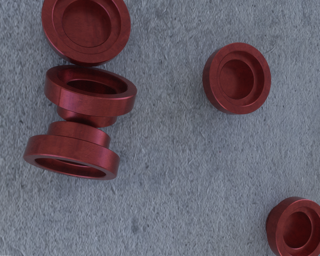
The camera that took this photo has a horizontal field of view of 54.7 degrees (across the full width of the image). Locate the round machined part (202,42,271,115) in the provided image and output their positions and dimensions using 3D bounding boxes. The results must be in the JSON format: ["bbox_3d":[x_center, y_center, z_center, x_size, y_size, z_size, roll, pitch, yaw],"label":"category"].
[{"bbox_3d":[0.103,-0.067,0.438,0.099,0.042,0.097,0,90,-20],"label":"round machined part"}]

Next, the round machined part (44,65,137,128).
[{"bbox_3d":[-0.078,-0.034,0.348,0.099,0.098,0.042,7,116,-20],"label":"round machined part"}]

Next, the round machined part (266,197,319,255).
[{"bbox_3d":[0.203,0.154,0.475,0.099,0.042,0.097,0,90,-20],"label":"round machined part"}]

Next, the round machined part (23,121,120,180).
[{"bbox_3d":[-0.092,0.024,0.339,0.099,0.098,0.042,17,68,-19],"label":"round machined part"}]

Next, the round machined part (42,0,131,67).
[{"bbox_3d":[-0.087,-0.121,0.367,0.099,0.042,0.097,0,90,-20],"label":"round machined part"}]
